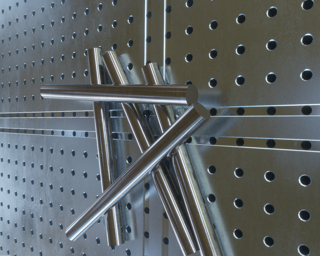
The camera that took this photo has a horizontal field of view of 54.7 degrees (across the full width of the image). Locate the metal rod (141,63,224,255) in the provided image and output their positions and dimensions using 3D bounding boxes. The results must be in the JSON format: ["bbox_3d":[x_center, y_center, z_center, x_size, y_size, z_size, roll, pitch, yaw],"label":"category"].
[{"bbox_3d":[0.031,0.056,0.382,0.025,0.025,0.299,-28,72,36],"label":"metal rod"}]

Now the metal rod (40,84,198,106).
[{"bbox_3d":[-0.080,-0.050,0.440,0.300,0.025,0.025,7,94,39],"label":"metal rod"}]

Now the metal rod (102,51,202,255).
[{"bbox_3d":[-0.018,0.021,0.421,0.025,0.025,0.299,-37,68,33],"label":"metal rod"}]

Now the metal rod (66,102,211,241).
[{"bbox_3d":[-0.045,0.073,0.411,0.299,0.025,0.025,-45,63,30],"label":"metal rod"}]

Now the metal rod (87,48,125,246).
[{"bbox_3d":[-0.084,0.025,0.475,0.025,0.025,0.298,-12,82,39],"label":"metal rod"}]
